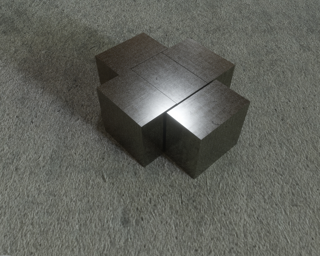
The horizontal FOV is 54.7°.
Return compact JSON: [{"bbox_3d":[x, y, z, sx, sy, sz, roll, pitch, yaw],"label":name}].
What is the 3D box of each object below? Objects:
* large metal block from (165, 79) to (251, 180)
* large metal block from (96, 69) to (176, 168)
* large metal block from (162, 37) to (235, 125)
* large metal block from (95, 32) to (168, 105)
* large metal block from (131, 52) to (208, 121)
[{"bbox_3d":[0.054,0.002,0.368,0.080,0.080,0.050,-35,59,-26],"label":"large metal block"},{"bbox_3d":[-0.028,-0.011,0.379,0.050,0.080,0.080,-35,59,-26],"label":"large metal block"},{"bbox_3d":[0.048,-0.063,0.423,0.050,0.080,0.080,-35,59,-26],"label":"large metal block"},{"bbox_3d":[-0.036,-0.073,0.430,0.080,0.080,0.050,-35,59,-26],"label":"large metal block"},{"bbox_3d":[0.010,-0.037,0.401,0.050,0.080,0.080,-35,59,-26],"label":"large metal block"}]
